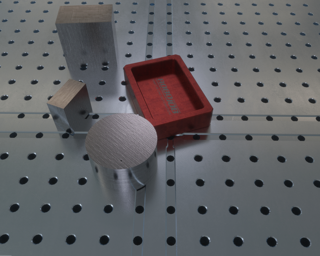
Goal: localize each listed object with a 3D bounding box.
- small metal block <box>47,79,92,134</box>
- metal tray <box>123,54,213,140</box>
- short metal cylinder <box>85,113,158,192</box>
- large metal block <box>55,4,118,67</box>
[{"bbox_3d":[-0.119,-0.029,0.415,0.025,0.050,0.050,18,53,15],"label":"small metal block"},{"bbox_3d":[0.008,-0.049,0.444,0.091,0.030,0.130,-15,52,-12],"label":"metal tray"},{"bbox_3d":[-0.043,0.028,0.367,0.081,0.050,0.080,0,50,0],"label":"short metal cylinder"},{"bbox_3d":[-0.112,-0.146,0.493,0.081,0.080,0.050,-3,50,-3],"label":"large metal block"}]
